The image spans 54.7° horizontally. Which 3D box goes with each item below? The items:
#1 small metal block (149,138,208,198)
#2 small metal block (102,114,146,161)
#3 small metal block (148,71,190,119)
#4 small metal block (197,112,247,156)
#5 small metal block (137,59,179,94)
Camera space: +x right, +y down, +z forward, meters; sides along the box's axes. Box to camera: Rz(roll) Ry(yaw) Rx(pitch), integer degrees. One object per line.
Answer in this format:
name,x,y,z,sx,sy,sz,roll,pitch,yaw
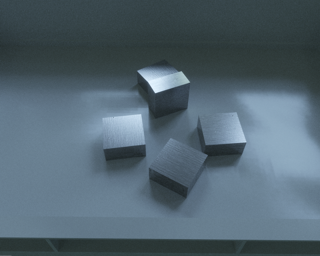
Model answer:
small metal block,0.022,0.046,0.366,0.050,0.025,0.050,25,54,19
small metal block,-0.046,0.011,0.395,0.050,0.025,0.050,-6,50,-6
small metal block,0.012,-0.045,0.427,0.050,0.050,0.025,-19,53,-16
small metal block,0.078,0.008,0.399,0.050,0.025,0.050,-4,50,-4
small metal block,0.001,-0.072,0.465,0.050,0.025,0.050,-27,56,-22
